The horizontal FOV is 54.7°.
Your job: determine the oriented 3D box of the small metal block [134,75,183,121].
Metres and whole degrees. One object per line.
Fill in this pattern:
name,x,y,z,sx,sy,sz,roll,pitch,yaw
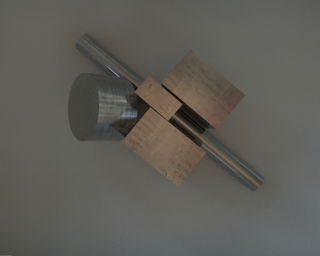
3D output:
small metal block,-0.002,-0.034,0.374,0.050,0.050,0.025,41,90,-1

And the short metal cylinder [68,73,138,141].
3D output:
short metal cylinder,-0.071,-0.024,0.376,0.050,0.080,0.079,1,90,-40

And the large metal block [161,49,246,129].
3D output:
large metal block,0.048,-0.044,0.384,0.080,0.080,0.050,40,90,-1

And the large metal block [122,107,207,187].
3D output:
large metal block,0.004,0.021,0.383,0.080,0.080,0.050,39,90,-1

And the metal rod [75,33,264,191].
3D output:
metal rod,0.013,-0.020,0.411,0.300,0.025,0.025,39,90,-1
